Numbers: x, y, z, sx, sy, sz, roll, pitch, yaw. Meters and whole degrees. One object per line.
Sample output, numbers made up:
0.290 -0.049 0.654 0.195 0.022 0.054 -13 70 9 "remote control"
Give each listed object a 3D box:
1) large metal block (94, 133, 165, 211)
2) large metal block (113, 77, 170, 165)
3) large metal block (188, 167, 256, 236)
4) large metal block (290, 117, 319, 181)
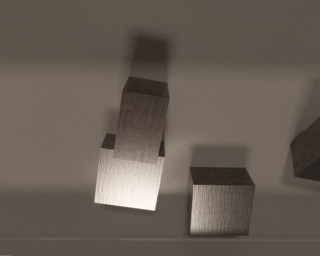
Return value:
-0.040 0.059 0.419 0.081 0.050 0.079 9 110 -4 "large metal block"
-0.022 -0.012 0.377 0.050 0.080 0.079 10 110 -4 "large metal block"
0.083 0.103 0.437 0.081 0.050 0.079 1 110 -1 "large metal block"
0.226 0.030 0.392 0.081 0.050 0.080 11 146 -4 "large metal block"
